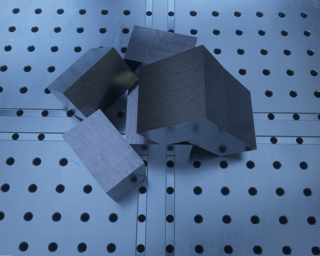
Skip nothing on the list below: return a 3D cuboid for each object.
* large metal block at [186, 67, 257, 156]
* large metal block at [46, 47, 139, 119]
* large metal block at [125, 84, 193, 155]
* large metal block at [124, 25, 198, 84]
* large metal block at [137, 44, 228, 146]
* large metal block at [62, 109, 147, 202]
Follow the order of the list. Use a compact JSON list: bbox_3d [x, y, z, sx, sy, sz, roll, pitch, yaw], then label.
[{"bbox_3d":[0.075,-0.016,0.380,0.050,0.080,0.080,-15,65,35],"label":"large metal block"},{"bbox_3d":[-0.088,-0.057,0.396,0.080,0.080,0.050,-47,121,-15],"label":"large metal block"},{"bbox_3d":[-0.001,-0.010,0.402,0.080,0.050,0.080,1,70,0],"label":"large metal block"},{"bbox_3d":[0.002,-0.084,0.414,0.080,0.080,0.050,12,71,5],"label":"large metal block"},{"bbox_3d":[0.023,-0.032,0.337,0.080,0.050,0.080,-13,65,32],"label":"large metal block"},{"bbox_3d":[-0.062,0.036,0.368,0.050,0.080,0.080,-38,75,-13],"label":"large metal block"}]
